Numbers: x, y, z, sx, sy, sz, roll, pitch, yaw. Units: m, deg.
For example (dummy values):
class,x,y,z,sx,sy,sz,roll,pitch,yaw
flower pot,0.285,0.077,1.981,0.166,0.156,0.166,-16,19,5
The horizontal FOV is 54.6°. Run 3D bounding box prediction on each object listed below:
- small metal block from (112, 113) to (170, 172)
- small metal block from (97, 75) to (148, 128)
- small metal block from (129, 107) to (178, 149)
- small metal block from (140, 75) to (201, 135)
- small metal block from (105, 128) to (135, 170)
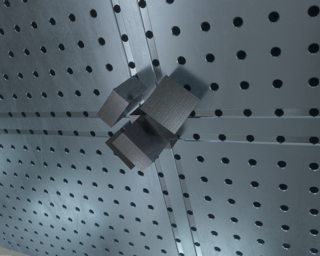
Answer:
class,x,y,z,sx,sy,sz,roll,pitch,yaw
small metal block,-0.022,0.017,0.386,0.050,0.050,0.025,45,128,-4
small metal block,-0.048,-0.034,0.400,0.025,0.050,0.050,42,129,0
small metal block,-0.008,0.000,0.415,0.050,0.025,0.050,0,118,27
small metal block,0.012,-0.027,0.371,0.050,0.025,0.050,37,89,4
small metal block,-0.047,0.027,0.433,0.025,0.050,0.050,-43,95,2
